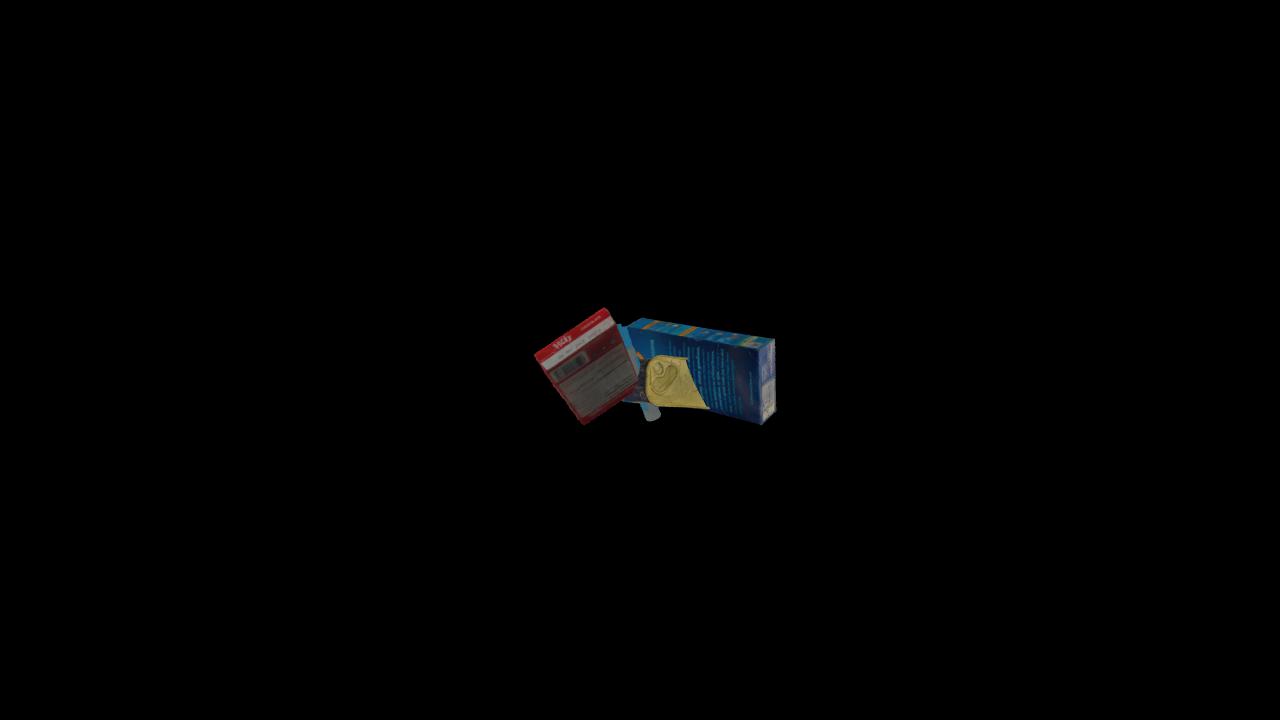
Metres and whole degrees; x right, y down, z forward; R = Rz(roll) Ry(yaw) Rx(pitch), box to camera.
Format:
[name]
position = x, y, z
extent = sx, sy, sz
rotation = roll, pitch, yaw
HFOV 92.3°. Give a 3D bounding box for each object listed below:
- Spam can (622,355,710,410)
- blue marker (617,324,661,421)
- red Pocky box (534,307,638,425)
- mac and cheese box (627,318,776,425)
[Spam can]
position = 0.032, 0.027, 0.729
extent = 0.101, 0.058, 0.085
rotation = 6, -6, -27
[blue marker]
position = -0.005, 0.014, 0.699
extent = 0.020, 0.121, 0.020
rotation = -19, 20, 7
[red Pocky box]
position = -0.049, 0.012, 0.639
extent = 0.083, 0.028, 0.155
rotation = -35, -26, -8
[mac and cheese box]
position = 0.068, 0.009, 0.717
extent = 0.184, 0.093, 0.041
rotation = 13, 32, 38
